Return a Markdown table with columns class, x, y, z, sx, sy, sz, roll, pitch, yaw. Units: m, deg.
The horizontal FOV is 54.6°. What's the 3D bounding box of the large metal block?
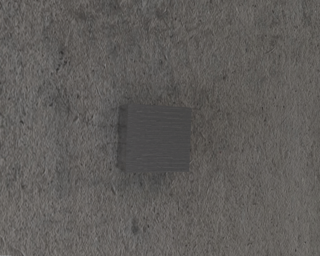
| class | x | y | z | sx | sy | sz | roll | pitch | yaw |
| --- | --- | --- | --- | --- | --- | --- | --- | --- | --- |
| large metal block | -0.009 | 0.013 | 0.392 | 0.081 | 0.050 | 0.080 | 2 | 89 | -20 |
